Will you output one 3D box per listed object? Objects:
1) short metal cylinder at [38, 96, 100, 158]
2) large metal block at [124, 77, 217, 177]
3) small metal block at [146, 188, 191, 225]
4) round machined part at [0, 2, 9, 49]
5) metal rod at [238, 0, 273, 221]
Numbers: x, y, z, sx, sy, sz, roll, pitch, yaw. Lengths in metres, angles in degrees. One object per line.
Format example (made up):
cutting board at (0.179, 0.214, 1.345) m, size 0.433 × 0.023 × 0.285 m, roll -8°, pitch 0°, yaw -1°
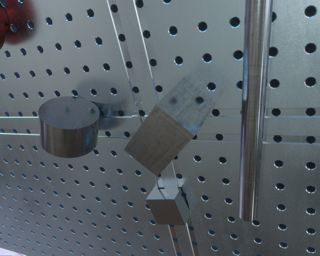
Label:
short metal cylinder at (-0.128, -0.003, 0.439) m, size 0.080 × 0.080 × 0.050 m, roll 22°, pitch 127°, yaw 14°
large metal block at (0.013, -0.002, 0.366) m, size 0.050 × 0.080 × 0.080 m, roll 39°, pitch 129°, yaw 1°
small metal block at (0.013, 0.122, 0.478) m, size 0.050 × 0.025 × 0.050 m, roll -9°, pitch 114°, yaw 31°
round machined part at (-0.256, -0.154, 0.437) m, size 0.098 × 0.042 × 0.097 m, roll 13°, pitch 124°, yaw 20°
metal rod at (0.104, -0.012, 0.348) m, size 0.025 × 0.025 × 0.298 m, roll 8°, pitch 122°, yaw 24°
